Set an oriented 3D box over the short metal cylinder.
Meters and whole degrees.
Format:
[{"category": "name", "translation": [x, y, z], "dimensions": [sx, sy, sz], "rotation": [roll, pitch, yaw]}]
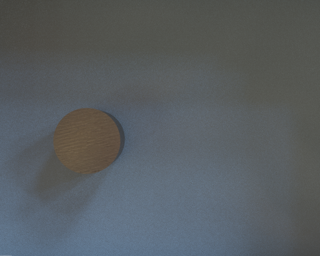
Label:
[{"category": "short metal cylinder", "translation": [-0.088, 0.015, 0.398], "dimensions": [0.081, 0.050, 0.079], "rotation": [0, 90, -1]}]
